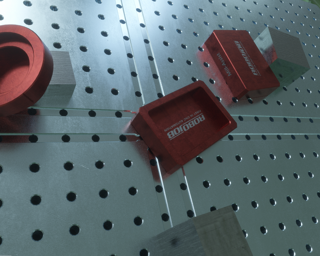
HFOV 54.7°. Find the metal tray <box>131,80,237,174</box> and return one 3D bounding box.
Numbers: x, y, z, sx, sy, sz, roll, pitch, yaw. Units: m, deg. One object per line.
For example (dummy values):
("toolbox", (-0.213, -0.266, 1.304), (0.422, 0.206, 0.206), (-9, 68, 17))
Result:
("metal tray", (0.037, -0.007, 0.428), (0.131, 0.030, 0.090), (-29, 78, -37))

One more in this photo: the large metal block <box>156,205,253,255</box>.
("large metal block", (0.047, 0.134, 0.316), (0.050, 0.080, 0.080), (-7, 66, -32))

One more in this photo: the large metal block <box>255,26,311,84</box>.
("large metal block", (0.233, -0.140, 0.602), (0.081, 0.050, 0.080), (11, 57, -23))

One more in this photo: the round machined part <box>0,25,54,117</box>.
("round machined part", (-0.159, -0.056, 0.327), (0.099, 0.042, 0.098), (-2, 69, 7))

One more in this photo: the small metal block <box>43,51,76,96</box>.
("small metal block", (-0.134, -0.067, 0.376), (0.050, 0.025, 0.050), (-5, 64, -30))

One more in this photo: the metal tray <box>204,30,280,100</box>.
("metal tray", (0.147, -0.116, 0.555), (0.091, 0.030, 0.130), (-11, 68, -33))
